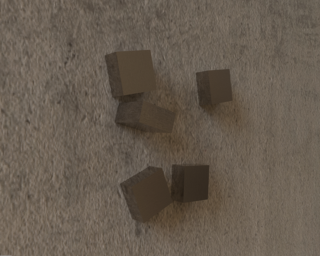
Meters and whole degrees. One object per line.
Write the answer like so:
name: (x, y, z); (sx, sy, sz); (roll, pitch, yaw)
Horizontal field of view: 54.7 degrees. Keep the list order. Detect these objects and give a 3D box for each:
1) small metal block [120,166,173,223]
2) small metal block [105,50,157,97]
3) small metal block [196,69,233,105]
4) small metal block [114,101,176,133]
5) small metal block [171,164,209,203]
small metal block: (-0.016, 0.083, 0.393); (0.050, 0.025, 0.050); (-27, 107, -37)
small metal block: (-0.035, -0.067, 0.377); (0.050, 0.025, 0.050); (-15, 100, -39)
small metal block: (0.084, -0.063, 0.478); (0.050, 0.025, 0.050); (-12, 98, -40)
small metal block: (-0.018, -0.012, 0.375); (0.050, 0.050, 0.025); (19, 78, -39)
small metal block: (0.044, 0.078, 0.444); (0.050, 0.025, 0.050); (4, 87, -40)
